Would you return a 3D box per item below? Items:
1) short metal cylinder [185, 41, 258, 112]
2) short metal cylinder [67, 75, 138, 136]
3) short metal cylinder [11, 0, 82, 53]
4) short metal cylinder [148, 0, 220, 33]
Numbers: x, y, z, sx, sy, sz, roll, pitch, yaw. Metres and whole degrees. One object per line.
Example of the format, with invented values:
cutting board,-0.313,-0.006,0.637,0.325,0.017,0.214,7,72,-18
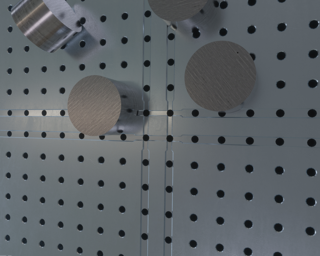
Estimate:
short metal cylinder,0.075,-0.059,0.373,0.080,0.050,0.079,0,90,20
short metal cylinder,-0.078,-0.029,0.427,0.080,0.050,0.079,0,90,20
short metal cylinder,-0.159,-0.155,0.439,0.050,0.080,0.080,-33,80,17
short metal cylinder,0.030,-0.166,0.388,0.080,0.050,0.079,0,90,20
